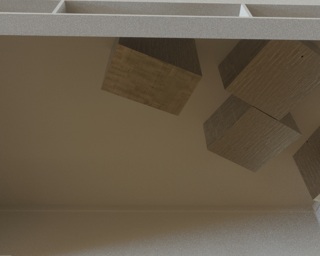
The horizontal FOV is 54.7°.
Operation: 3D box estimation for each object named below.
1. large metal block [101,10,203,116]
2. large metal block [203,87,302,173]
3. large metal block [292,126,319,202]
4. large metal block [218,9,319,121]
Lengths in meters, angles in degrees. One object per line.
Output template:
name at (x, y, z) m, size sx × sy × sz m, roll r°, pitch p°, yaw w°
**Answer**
large metal block at (-0.009, -0.067, 0.316) m, size 0.081 × 0.080 × 0.050 m, roll 18°, pitch 128°, yaw -15°
large metal block at (0.114, 0.002, 0.396) m, size 0.080 × 0.050 × 0.080 m, roll 26°, pitch 125°, yaw -21°
large metal block at (0.236, 0.046, 0.416) m, size 0.050 × 0.080 × 0.079 m, roll 15°, pitch 129°, yaw -13°
large metal block at (0.124, -0.066, 0.338) m, size 0.080 × 0.050 × 0.080 m, roll 25°, pitch 126°, yaw -21°
